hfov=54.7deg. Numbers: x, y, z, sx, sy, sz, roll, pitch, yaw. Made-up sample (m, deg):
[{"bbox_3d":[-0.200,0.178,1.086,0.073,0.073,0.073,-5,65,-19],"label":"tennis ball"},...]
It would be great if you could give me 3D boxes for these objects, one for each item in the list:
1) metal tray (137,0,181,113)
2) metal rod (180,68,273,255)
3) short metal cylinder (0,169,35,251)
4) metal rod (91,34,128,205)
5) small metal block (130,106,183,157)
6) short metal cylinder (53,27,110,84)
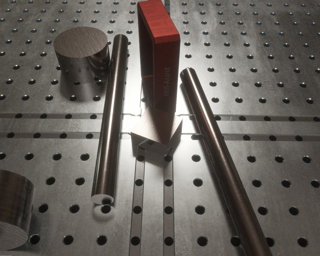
[{"bbox_3d":[-0.003,-0.090,0.415,0.030,0.129,0.090,-12,51,-10],"label":"metal tray"},{"bbox_3d":[0.072,0.030,0.383,0.025,0.025,0.300,-8,51,-7],"label":"metal rod"},{"bbox_3d":[-0.168,0.082,0.301,0.081,0.080,0.050,-5,50,-5],"label":"short metal cylinder"},{"bbox_3d":[-0.065,-0.036,0.436,0.025,0.025,0.300,0,50,-1],"label":"metal rod"},{"bbox_3d":[-0.004,0.004,0.405,0.050,0.025,0.050,20,53,16],"label":"small metal block"},{"bbox_3d":[-0.120,-0.115,0.487,0.081,0.050,0.080,0,50,0],"label":"short metal cylinder"}]
